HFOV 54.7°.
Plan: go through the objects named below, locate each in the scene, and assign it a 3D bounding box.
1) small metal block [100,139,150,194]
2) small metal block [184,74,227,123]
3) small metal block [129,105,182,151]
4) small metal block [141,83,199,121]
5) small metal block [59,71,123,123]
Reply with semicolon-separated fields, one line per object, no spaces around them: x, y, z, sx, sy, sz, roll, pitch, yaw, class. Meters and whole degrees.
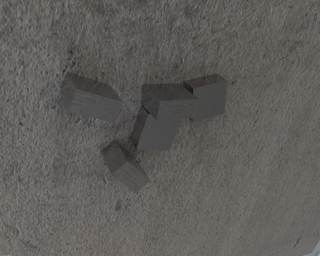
-0.045;0.049;0.396;0.025;0.050;0.050;-41;130;0;small metal block
0.060;-0.040;0.414;0.050;0.025;0.050;-16;125;-19;small metal block
-0.006;0.001;0.404;0.050;0.025;0.050;6;115;-31;small metal block
0.010;-0.033;0.376;0.050;0.050;0.025;-5;121;-26;small metal block
-0.074;-0.033;0.329;0.050;0.050;0.025;14;111;-34;small metal block
